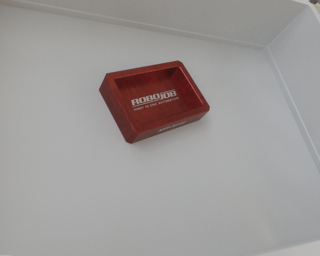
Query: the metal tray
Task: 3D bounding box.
[{"bbox_3d":[-0.005,-0.040,0.423,0.131,0.030,0.090,-19,72,-35],"label":"metal tray"}]
